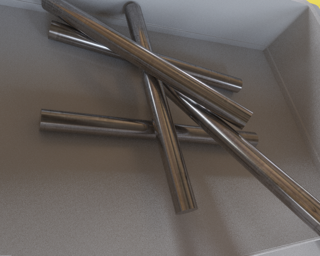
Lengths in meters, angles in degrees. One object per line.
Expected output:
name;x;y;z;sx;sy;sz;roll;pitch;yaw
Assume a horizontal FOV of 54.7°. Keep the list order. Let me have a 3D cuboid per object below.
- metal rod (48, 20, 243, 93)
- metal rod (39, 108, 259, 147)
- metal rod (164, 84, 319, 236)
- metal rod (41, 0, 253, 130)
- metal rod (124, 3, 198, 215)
metal rod;-0.007;-0.100;0.462;0.302;0.025;0.025;12;57;-22
metal rod;0.004;0.005;0.404;0.302;0.025;0.025;6;59;-25
metal rod;0.075;0.007;0.366;0.025;0.025;0.300;-15;46;-34
metal rod;-0.023;-0.088;0.386;0.301;0.025;0.025;33;50;9
metal rod;-0.006;-0.042;0.394;0.025;0.025;0.299;0;62;-29
